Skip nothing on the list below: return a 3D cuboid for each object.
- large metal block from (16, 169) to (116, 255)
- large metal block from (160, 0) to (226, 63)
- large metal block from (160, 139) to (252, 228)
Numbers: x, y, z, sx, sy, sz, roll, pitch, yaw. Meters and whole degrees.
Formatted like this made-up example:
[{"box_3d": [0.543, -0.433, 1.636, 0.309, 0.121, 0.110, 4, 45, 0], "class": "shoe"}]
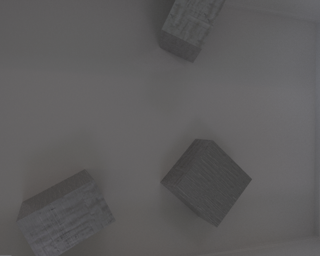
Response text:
[{"box_3d": [-0.104, 0.092, 0.343, 0.081, 0.080, 0.050, -28, 100, -18], "class": "large metal block"}, {"box_3d": [0.041, -0.135, 0.384, 0.050, 0.080, 0.080, 26, 90, -2], "class": "large metal block"}, {"box_3d": [0.062, 0.072, 0.420, 0.080, 0.050, 0.080, 44, 76, -15], "class": "large metal block"}]
